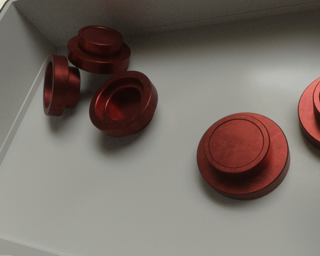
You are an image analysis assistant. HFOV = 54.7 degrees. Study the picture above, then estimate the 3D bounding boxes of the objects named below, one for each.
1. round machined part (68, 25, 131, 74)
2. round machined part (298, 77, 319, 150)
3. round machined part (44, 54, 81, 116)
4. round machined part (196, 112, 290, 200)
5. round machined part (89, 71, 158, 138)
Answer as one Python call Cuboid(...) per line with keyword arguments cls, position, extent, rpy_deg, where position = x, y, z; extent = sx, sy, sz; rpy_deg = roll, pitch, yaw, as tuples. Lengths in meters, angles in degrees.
Cuboid(cls="round machined part", position=(-0.095, -0.129, 0.490), extent=(0.099, 0.042, 0.098), rpy_deg=(9, 39, -7))
Cuboid(cls="round machined part", position=(0.190, -0.021, 0.308), extent=(0.098, 0.042, 0.098), rpy_deg=(-13, 56, 21))
Cuboid(cls="round machined part", position=(-0.158, -0.067, 0.498), extent=(0.098, 0.042, 0.097), rpy_deg=(-12, 77, 60))
Cuboid(cls="round machined part", position=(0.086, 0.024, 0.335), extent=(0.098, 0.042, 0.098), rpy_deg=(-13, 56, 21))
Cuboid(cls="round machined part", position=(-0.047, -0.030, 0.438), extent=(0.098, 0.042, 0.098), rpy_deg=(-13, 56, 21))
